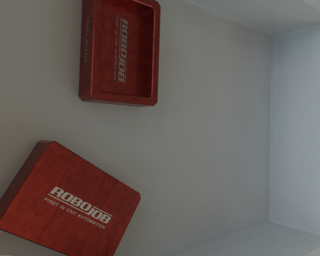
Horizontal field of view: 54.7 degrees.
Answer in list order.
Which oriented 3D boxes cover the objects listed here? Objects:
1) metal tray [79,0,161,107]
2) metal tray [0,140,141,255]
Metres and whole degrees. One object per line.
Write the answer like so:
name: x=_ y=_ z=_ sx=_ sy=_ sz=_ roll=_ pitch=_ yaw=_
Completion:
metal tray: x=-0.045 y=-0.093 z=0.365 sx=0.091 sy=0.030 sz=0.129 roll=3 pitch=88 yaw=-40
metal tray: x=-0.090 y=0.082 z=0.328 sx=0.130 sy=0.030 sz=0.090 roll=40 pitch=66 yaw=-33
